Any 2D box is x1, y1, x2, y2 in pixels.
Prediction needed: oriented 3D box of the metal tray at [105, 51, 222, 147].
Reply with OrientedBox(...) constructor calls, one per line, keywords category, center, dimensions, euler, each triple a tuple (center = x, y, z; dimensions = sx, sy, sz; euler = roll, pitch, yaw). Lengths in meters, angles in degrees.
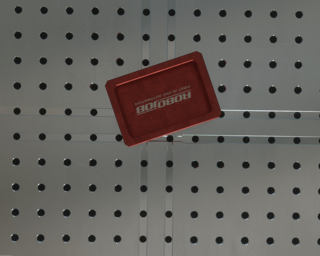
OrientedBox(category="metal tray", center=(0.004, -0.037, 0.410), dimensions=(0.131, 0.030, 0.090), euler=(-19, 90, 0))
